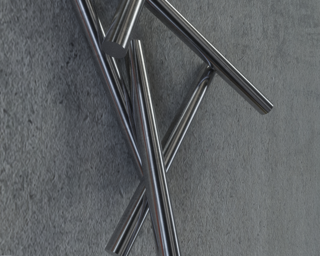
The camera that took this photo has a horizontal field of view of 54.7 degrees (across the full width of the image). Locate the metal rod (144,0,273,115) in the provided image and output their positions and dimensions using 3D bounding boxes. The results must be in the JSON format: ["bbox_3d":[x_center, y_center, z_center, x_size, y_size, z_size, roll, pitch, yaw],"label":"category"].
[{"bbox_3d":[0.057,-0.111,0.424,0.301,0.025,0.025,36,68,-25],"label":"metal rod"}]

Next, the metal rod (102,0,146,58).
[{"bbox_3d":[-0.010,-0.208,0.364,0.025,0.025,0.300,33,60,-35],"label":"metal rod"}]

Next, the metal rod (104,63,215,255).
[{"bbox_3d":[0.016,0.016,0.392,0.025,0.025,0.301,49,53,-29],"label":"metal rod"}]

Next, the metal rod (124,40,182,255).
[{"bbox_3d":[-0.007,0.040,0.338,0.025,0.025,0.299,3,69,-40],"label":"metal rod"}]

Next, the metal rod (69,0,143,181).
[{"bbox_3d":[-0.060,-0.070,0.353,0.025,0.025,0.298,-31,109,-36],"label":"metal rod"}]
